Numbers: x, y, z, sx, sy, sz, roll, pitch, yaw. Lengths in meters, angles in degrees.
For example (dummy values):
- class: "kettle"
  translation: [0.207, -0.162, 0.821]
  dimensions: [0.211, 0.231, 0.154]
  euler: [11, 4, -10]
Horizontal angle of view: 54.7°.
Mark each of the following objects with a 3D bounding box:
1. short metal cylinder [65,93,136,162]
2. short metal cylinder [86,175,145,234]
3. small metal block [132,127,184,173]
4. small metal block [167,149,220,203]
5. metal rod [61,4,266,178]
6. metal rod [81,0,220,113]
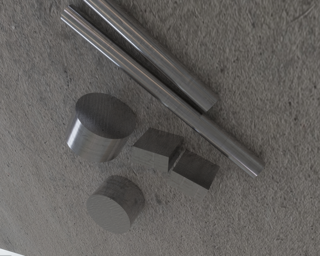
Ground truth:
- class: "short metal cylinder"
  translation: [-0.079, -0.001, 0.412]
  dimensions: [0.080, 0.080, 0.050]
  euler: [37, 129, 3]
- class: "short metal cylinder"
  translation: [-0.072, 0.125, 0.506]
  dimensions: [0.080, 0.050, 0.079]
  euler: [13, 124, 21]
- class: "small metal block"
  translation: [-0.002, 0.028, 0.409]
  dimensions: [0.050, 0.050, 0.025]
  euler: [16, 125, 19]
- class: "small metal block"
  translation: [0.044, 0.061, 0.405]
  dimensions: [0.050, 0.050, 0.025]
  euler: [28, 128, 11]
- class: "metal rod"
  translation: [0.003, -0.045, 0.377]
  dimensions: [0.300, 0.025, 0.025]
  euler: [40, 129, 1]
- class: "metal rod"
  translation: [-0.051, -0.128, 0.354]
  dimensions: [0.300, 0.025, 0.025]
  euler: [42, 129, -1]
